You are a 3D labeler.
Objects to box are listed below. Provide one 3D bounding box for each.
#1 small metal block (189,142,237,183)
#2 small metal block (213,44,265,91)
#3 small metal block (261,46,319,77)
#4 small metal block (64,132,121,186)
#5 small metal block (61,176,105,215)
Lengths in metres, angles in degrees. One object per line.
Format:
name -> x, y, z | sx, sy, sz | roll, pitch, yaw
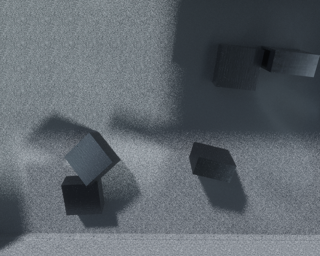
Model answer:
small metal block -> 0.069, 0.045, 0.416 | 0.050, 0.050, 0.025 | 14, 110, -6
small metal block -> 0.096, -0.076, 0.385 | 0.050, 0.025, 0.050 | 6, 110, -3
small metal block -> 0.151, -0.081, 0.370 | 0.050, 0.050, 0.025 | 6, 110, -3
small metal block -> -0.090, 0.041, 0.415 | 0.050, 0.025, 0.050 | -43, 79, 13
small metal block -> -0.110, 0.096, 0.445 | 0.050, 0.025, 0.050 | -3, 110, 0
